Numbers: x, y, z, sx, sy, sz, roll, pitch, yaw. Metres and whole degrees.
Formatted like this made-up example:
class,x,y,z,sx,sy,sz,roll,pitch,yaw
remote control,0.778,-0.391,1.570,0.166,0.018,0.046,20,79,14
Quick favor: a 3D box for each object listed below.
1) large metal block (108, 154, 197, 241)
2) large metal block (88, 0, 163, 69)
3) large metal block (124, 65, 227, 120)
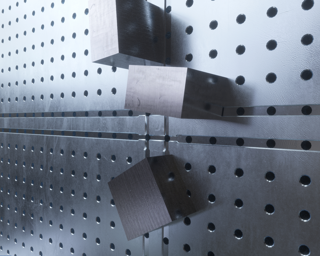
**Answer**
class,x,y,z,sx,sy,sz,roll,pitch,yaw
large metal block,-0.012,0.089,0.401,0.080,0.050,0.080,-36,68,34
large metal block,-0.044,-0.125,0.408,0.050,0.081,0.080,-6,86,39
large metal block,0.019,-0.040,0.357,0.080,0.081,0.050,12,98,39
